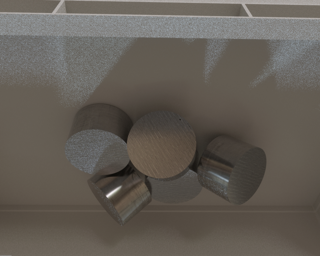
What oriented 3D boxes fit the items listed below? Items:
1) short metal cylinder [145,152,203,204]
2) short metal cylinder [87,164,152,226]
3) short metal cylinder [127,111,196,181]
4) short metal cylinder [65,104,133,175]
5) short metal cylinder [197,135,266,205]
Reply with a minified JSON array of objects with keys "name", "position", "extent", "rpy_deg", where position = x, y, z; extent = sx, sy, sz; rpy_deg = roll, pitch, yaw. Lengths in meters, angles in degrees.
[{"name":"short metal cylinder","position":[0.019,0.064,0.446],"extent":[0.081,0.050,0.079],"rpy_deg":[0,130,0]},{"name":"short metal cylinder","position":[-0.057,0.090,0.438],"extent":[0.050,0.080,0.080],"rpy_deg":[-37,135,-25]},{"name":"short metal cylinder","position":[0.004,0.024,0.382],"extent":[0.080,0.080,0.050],"rpy_deg":[-6,166,4]},{"name":"short metal cylinder","position":[-0.077,0.016,0.402],"extent":[0.081,0.050,0.079],"rpy_deg":[0,130,0]},{"name":"short metal cylinder","position":[0.096,0.055,0.412],"extent":[0.081,0.050,0.079],"rpy_deg":[-17,118,-36]}]
